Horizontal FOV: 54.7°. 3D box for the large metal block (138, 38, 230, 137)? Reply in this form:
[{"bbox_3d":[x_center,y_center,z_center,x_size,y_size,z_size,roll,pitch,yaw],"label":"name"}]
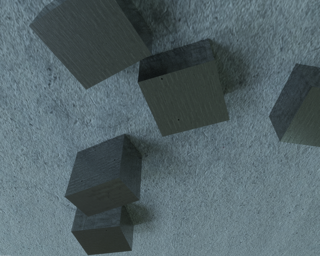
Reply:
[{"bbox_3d":[0.028,-0.044,0.353,0.080,0.050,0.080,-15,129,12],"label":"large metal block"}]

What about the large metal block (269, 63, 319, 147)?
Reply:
[{"bbox_3d":[0.191,-0.024,0.372,0.081,0.050,0.079,8,130,-7],"label":"large metal block"}]

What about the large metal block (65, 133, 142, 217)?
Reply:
[{"bbox_3d":[-0.073,0.064,0.425,0.080,0.080,0.050,-21,127,17],"label":"large metal block"}]

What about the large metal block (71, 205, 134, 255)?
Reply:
[{"bbox_3d":[-0.096,0.174,0.538,0.080,0.050,0.080,-9,130,7],"label":"large metal block"}]

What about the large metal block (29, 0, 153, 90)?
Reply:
[{"bbox_3d":[-0.063,-0.097,0.307,0.080,0.050,0.080,-24,126,19],"label":"large metal block"}]
